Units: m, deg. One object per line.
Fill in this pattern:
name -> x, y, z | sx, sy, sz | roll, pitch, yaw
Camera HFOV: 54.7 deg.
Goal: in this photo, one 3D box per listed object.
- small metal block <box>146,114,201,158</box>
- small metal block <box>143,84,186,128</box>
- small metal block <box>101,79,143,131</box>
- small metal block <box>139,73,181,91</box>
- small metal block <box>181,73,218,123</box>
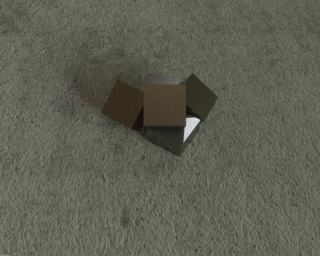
small metal block -> 0.017, 0.003, 0.403 | 0.050, 0.025, 0.050 | 26, 55, 20
small metal block -> 0.006, -0.026, 0.379 | 0.050, 0.025, 0.050 | 0, 83, 0
small metal block -> -0.042, -0.030, 0.414 | 0.050, 0.025, 0.050 | 27, 91, 19
small metal block -> -0.002, -0.050, 0.447 | 0.050, 0.025, 0.050 | 14, 51, 11
small metal block -> 0.045, -0.038, 0.423 | 0.050, 0.025, 0.050 | 41, 54, -10
